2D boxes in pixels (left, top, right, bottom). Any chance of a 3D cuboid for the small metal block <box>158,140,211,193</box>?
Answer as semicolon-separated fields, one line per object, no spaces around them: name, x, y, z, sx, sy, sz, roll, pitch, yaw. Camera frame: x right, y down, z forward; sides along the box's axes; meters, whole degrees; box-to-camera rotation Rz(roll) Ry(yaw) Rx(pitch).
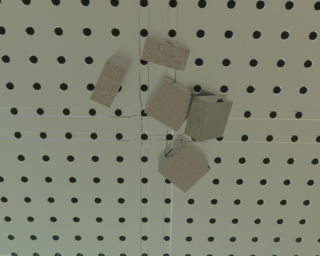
small metal block;0.033;0.054;0.433;0.050;0.025;0.050;40;105;-13

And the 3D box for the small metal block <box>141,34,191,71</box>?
small metal block;0.006;-0.090;0.367;0.050;0.050;0.025;15;110;-5

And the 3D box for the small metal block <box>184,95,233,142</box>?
small metal block;0.062;-0.013;0.394;0.050;0.025;0.050;-7;118;-44

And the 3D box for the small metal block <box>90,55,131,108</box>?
small metal block;-0.059;-0.058;0.378;0.025;0.050;0.050;25;108;-9

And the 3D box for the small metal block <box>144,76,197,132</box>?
small metal block;0.015;-0.031;0.402;0.050;0.025;0.050;30;107;-11
